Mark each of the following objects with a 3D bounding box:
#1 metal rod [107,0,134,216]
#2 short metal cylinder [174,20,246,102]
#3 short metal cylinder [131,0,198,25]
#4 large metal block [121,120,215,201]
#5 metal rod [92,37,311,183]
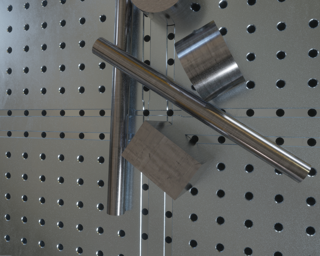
[{"bbox_3d":[-0.055,-0.030,0.431,0.025,0.025,0.298,3,91,20],"label":"metal rod"},{"bbox_3d":[0.059,-0.077,0.362,0.050,0.080,0.080,-28,81,18],"label":"short metal cylinder"},{"bbox_3d":[0.005,-0.180,0.397,0.080,0.050,0.079,0,90,20],"label":"short metal cylinder"},{"bbox_3d":[0.013,0.035,0.379,0.080,0.080,0.050,38,102,16],"label":"large metal block"},{"bbox_3d":[0.042,-0.028,0.382,0.301,0.025,0.025,33,101,11],"label":"metal rod"}]
